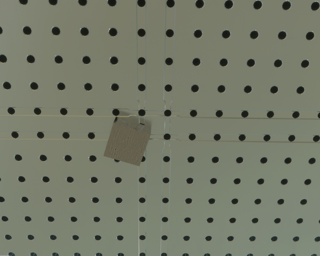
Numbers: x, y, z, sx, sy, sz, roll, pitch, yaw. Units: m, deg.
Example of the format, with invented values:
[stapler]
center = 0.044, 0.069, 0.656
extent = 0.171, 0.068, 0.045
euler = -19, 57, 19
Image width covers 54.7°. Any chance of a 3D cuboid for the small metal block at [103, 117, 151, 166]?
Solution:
[small metal block]
center = -0.044, 0.018, 0.420
extent = 0.050, 0.025, 0.050
euler = 17, 109, -7
